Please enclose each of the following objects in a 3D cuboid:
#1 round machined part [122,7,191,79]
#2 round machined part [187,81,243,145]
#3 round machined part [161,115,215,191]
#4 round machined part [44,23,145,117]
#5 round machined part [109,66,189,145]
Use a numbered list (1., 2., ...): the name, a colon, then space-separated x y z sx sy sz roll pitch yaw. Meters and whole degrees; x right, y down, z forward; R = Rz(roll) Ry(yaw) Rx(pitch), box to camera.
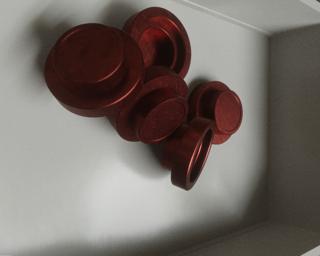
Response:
1. round machined part: -0.010 -0.096 0.389 0.099 0.042 0.097 0 90 -40
2. round machined part: 0.089 -0.023 0.473 0.099 0.042 0.097 0 90 -40
3. round machined part: 0.035 0.029 0.408 0.098 0.042 0.097 -53 155 -39
4. round machined part: -0.066 -0.063 0.305 0.042 0.098 0.098 84 29 -68
5. round machined part: -0.006 -0.019 0.358 0.099 0.042 0.097 -28 146 -20
